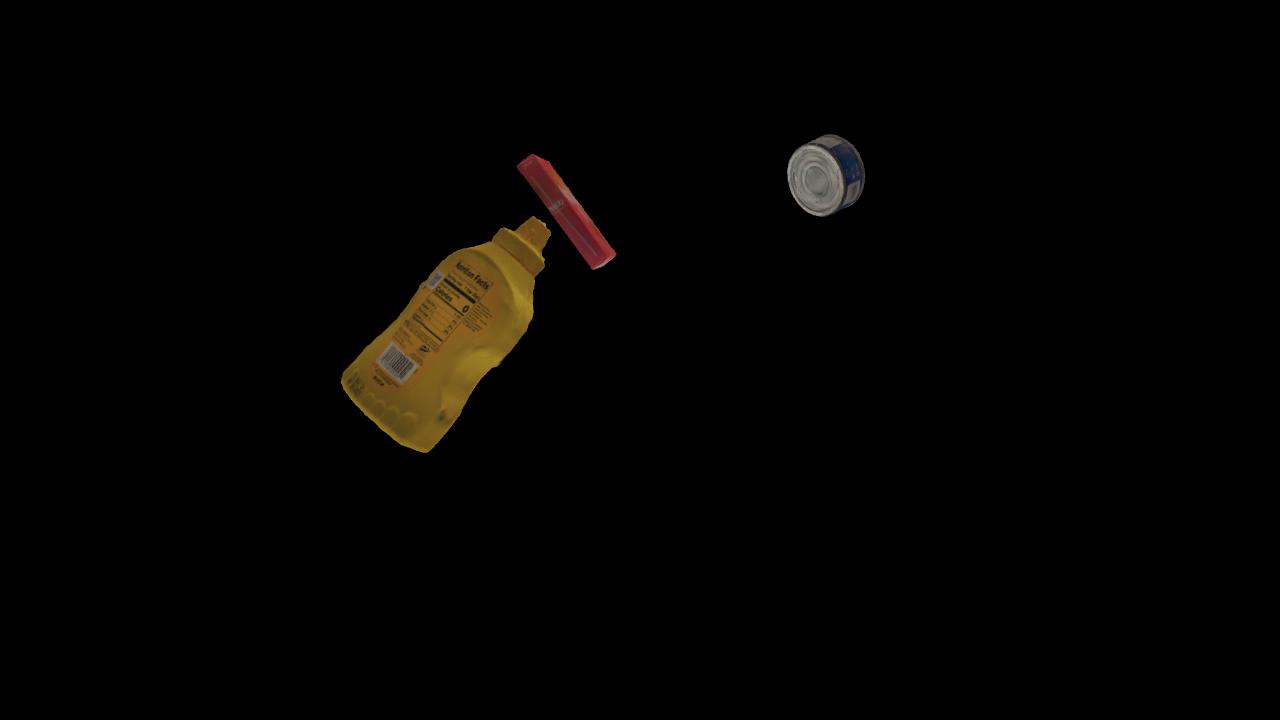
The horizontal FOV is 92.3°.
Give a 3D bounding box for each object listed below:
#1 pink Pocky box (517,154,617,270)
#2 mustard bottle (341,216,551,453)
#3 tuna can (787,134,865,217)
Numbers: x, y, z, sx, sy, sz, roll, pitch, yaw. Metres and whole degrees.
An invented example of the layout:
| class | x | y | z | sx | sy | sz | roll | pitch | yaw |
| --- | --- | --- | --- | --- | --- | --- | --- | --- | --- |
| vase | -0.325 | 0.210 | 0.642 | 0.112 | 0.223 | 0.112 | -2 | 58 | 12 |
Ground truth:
| class | x | y | z | sx | sy | sz | roll | pitch | yaw |
| --- | --- | --- | --- | --- | --- | --- | --- | --- | --- |
| pink Pocky box | -0.089 | -0.186 | 0.780 | 0.029 | 0.155 | 0.084 | -36 | 6 | 11 |
| mustard bottle | -0.128 | -0.030 | 0.447 | 0.092 | 0.184 | 0.054 | 34 | -7 | 32 |
| tuna can | 0.205 | -0.203 | 0.684 | 0.034 | 0.084 | 0.084 | -29 | 13 | -24 |
